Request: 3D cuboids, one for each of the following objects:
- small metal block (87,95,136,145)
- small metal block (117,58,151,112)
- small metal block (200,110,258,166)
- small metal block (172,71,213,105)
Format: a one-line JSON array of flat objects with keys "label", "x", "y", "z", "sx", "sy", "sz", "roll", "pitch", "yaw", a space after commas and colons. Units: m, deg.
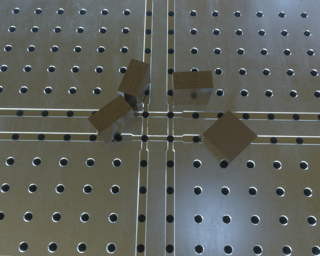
[{"label": "small metal block", "x": -0.061, "y": -0.009, "z": 0.402, "sx": 0.050, "sy": 0.050, "sz": 0.025, "roll": -38, "pitch": 74, "yaw": -13}, {"label": "small metal block", "x": -0.033, "y": -0.057, "z": 0.419, "sx": 0.025, "sy": 0.050, "sz": 0.050, "roll": 18, "pitch": 71, "yaw": 6}, {"label": "small metal block", "x": 0.089, "y": 0.013, "z": 0.407, "sx": 0.050, "sy": 0.025, "sz": 0.050, "roll": -41, "pitch": 75, "yaw": -14}, {"label": "small metal block", "x": 0.042, "y": -0.053, "z": 0.418, "sx": 0.050, "sy": 0.050, "sz": 0.025, "roll": -2, "pitch": 70, "yaw": -1}]
